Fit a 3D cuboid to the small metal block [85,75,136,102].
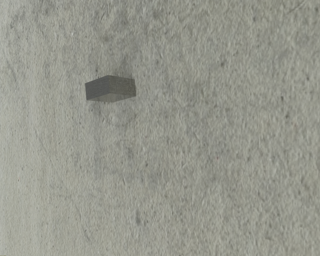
[{"bbox_3d":[-0.071,-0.055,0.445,0.050,0.050,0.025,-10,84,39],"label":"small metal block"}]
